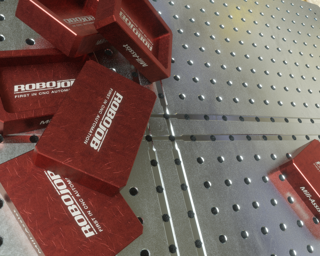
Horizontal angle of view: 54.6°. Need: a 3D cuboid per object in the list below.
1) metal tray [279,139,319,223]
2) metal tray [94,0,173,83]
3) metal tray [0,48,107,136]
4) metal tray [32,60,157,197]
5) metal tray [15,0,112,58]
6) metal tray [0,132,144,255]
[{"bbox_3d":[0.258,0.091,0.487,0.091,0.030,0.130,-27,76,-37],"label":"metal tray"},{"bbox_3d":[-0.029,-0.133,0.420,0.130,0.030,0.090,38,47,-49],"label":"metal tray"},{"bbox_3d":[-0.130,-0.049,0.364,0.131,0.030,0.090,-14,69,-34],"label":"metal tray"},{"bbox_3d":[-0.064,-0.004,0.334,0.090,0.030,0.130,26,53,-12],"label":"metal tray"},{"bbox_3d":[-0.104,-0.141,0.403,0.090,0.030,0.131,38,33,5],"label":"metal tray"},{"bbox_3d":[-0.089,0.077,0.310,0.091,0.030,0.130,-29,78,-37],"label":"metal tray"}]
